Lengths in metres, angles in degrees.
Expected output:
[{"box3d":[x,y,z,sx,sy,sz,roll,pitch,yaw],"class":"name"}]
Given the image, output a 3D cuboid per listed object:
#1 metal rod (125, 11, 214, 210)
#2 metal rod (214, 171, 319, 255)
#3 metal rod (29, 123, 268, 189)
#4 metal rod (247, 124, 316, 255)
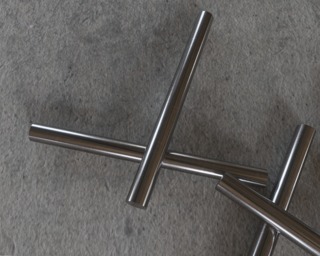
[{"box3d":[0.021,-0.041,0.405,0.025,0.025,0.300,18,64,6],"class":"metal rod"},{"box3d":[0.193,0.142,0.330,0.301,0.025,0.025,34,73,11],"class":"metal rod"},{"box3d":[-0.017,0.034,0.395,0.302,0.025,0.025,11,70,3],"class":"metal rod"},{"box3d":[0.125,0.127,0.363,0.025,0.025,0.300,26,72,8],"class":"metal rod"}]
